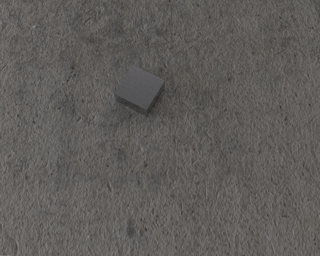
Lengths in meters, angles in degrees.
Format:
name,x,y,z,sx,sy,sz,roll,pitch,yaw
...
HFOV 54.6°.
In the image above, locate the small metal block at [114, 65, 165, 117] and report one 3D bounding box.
name,x,y,z,sx,sy,sz,roll,pitch,yaw
small metal block,-0.027,-0.051,0.427,0.050,0.025,0.050,27,72,9
